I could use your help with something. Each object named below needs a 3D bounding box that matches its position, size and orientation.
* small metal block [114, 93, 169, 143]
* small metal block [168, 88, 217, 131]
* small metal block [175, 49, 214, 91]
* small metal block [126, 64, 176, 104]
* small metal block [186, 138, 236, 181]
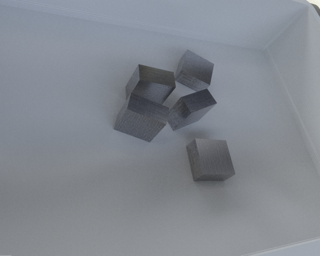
[{"bbox_3d":[-0.023,-0.011,0.384,0.050,0.050,0.025,21,54,-16],"label":"small metal block"},{"bbox_3d":[0.042,-0.025,0.427,0.050,0.050,0.025,-21,73,-36],"label":"small metal block"},{"bbox_3d":[0.054,-0.089,0.489,0.050,0.025,0.050,26,53,-12],"label":"small metal block"},{"bbox_3d":[-0.014,-0.055,0.416,0.050,0.050,0.025,8,58,-24],"label":"small metal block"},{"bbox_3d":[0.067,0.043,0.415,0.050,0.025,0.050,4,60,-26],"label":"small metal block"}]
